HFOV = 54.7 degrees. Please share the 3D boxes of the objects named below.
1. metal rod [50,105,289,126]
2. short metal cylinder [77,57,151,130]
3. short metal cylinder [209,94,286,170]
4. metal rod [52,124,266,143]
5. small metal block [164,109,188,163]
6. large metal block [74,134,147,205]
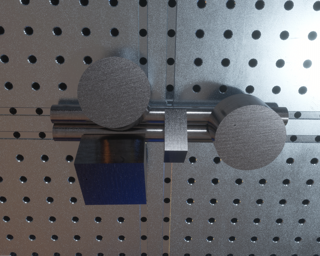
[{"bbox_3d":[0.013,-0.017,0.404,0.302,0.025,0.025,1,110,-1],"label":"metal rod"},{"bbox_3d":[-0.051,-0.038,0.366,0.081,0.050,0.080,0,86,-1],"label":"short metal cylinder"},{"bbox_3d":[0.102,0.004,0.372,0.081,0.050,0.079,0,110,0],"label":"short metal cylinder"},{"bbox_3d":[0.012,0.007,0.412,0.302,0.025,0.025,1,110,-1],"label":"metal rod"},{"bbox_3d":[0.018,0.011,0.370,0.025,0.050,0.050,1,68,-1],"label":"small metal block"},{"bbox_3d":[-0.059,0.055,0.401,0.081,0.050,0.079,-1,130,0],"label":"large metal block"}]
